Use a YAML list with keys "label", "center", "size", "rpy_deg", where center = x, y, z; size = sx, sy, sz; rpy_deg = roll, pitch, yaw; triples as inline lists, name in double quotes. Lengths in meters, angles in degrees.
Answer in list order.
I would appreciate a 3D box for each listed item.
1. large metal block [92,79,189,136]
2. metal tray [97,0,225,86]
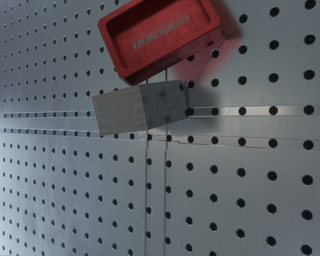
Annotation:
- label: "large metal block"
  center: [-0.023, -0.026, 0.388]
  size: [0.080, 0.081, 0.050]
  rpy_deg: [-7, 96, 40]
- label: "metal tray"
  center: [-0.001, -0.119, 0.372]
  size: [0.130, 0.030, 0.090]
  rpy_deg: [-27, 71, 10]
